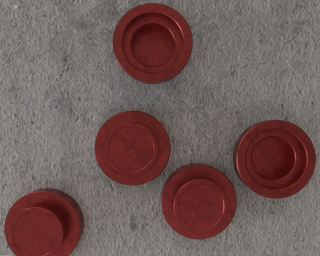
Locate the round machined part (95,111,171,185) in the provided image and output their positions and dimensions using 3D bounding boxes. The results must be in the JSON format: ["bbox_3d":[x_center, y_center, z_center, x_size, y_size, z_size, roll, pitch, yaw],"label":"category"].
[{"bbox_3d":[-0.035,0.026,0.401,0.099,0.042,0.097,0,90,0],"label":"round machined part"}]

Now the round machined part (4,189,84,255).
[{"bbox_3d":[-0.152,0.131,0.400,0.099,0.042,0.097,0,90,0],"label":"round machined part"}]

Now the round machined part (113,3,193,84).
[{"bbox_3d":[-0.009,-0.105,0.401,0.099,0.042,0.097,0,90,0],"label":"round machined part"}]

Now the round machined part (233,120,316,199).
[{"bbox_3d":[0.144,0.038,0.402,0.099,0.042,0.097,0,90,0],"label":"round machined part"}]

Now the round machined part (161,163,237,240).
[{"bbox_3d":[0.051,0.097,0.402,0.099,0.042,0.097,0,90,0],"label":"round machined part"}]
